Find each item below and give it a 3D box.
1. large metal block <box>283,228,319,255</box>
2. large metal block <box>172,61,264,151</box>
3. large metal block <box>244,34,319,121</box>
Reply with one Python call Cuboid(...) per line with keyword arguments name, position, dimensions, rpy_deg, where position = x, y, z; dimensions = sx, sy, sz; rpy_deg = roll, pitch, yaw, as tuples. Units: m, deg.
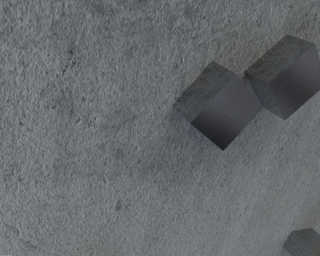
Cuboid(name="large metal block", position=(0.365, 0.295, 0.752), dimensions=(0.081, 0.080, 0.050), rpy_deg=(5, 116, -31))
Cuboid(name="large metal block", position=(0.078, -0.028, 0.415), dimensions=(0.080, 0.050, 0.080), rpy_deg=(-48, 129, 6))
Cuboid(name="large metal block", position=(0.181, -0.072, 0.445), dimensions=(0.080, 0.050, 0.080), rpy_deg=(-41, 130, 0))
